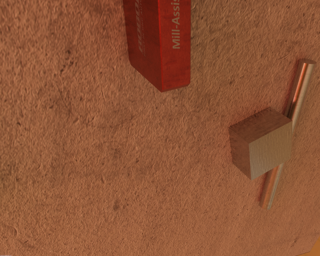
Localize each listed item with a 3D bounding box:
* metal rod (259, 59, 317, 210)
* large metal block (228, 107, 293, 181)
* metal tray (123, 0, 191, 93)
[{"bbox_3d":[0.218,0.027,0.545,0.025,0.025,0.298,-11,124,-23],"label":"metal rod"},{"bbox_3d":[0.161,0.024,0.497,0.080,0.050,0.080,-26,128,-13],"label":"large metal block"},{"bbox_3d":[-0.006,-0.110,0.294,0.030,0.090,0.129,-17,125,-19],"label":"metal tray"}]
